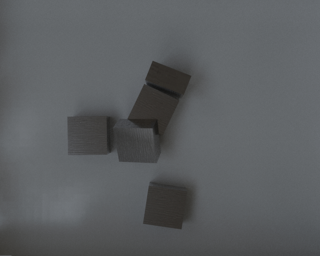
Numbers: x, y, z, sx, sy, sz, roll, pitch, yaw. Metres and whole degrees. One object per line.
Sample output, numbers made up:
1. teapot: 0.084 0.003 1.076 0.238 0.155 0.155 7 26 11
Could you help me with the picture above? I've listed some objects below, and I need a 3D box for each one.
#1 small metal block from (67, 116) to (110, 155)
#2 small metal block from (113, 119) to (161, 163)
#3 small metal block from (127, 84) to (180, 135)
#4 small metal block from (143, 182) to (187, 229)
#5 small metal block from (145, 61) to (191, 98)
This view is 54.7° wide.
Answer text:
1. small metal block: -0.093 0.010 0.411 0.050 0.025 0.050 -1 90 0
2. small metal block: -0.028 0.016 0.396 0.050 0.025 0.050 1 118 13
3. small metal block: -0.008 -0.024 0.411 0.050 0.025 0.050 25 90 0
4. small metal block: 0.007 0.102 0.411 0.050 0.025 0.050 9 90 0
5. small metal block: 0.010 -0.061 0.399 0.050 0.050 0.025 21 90 0
